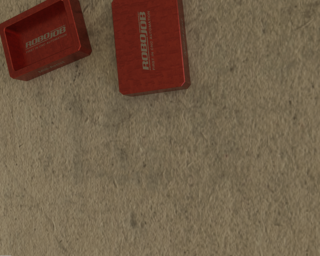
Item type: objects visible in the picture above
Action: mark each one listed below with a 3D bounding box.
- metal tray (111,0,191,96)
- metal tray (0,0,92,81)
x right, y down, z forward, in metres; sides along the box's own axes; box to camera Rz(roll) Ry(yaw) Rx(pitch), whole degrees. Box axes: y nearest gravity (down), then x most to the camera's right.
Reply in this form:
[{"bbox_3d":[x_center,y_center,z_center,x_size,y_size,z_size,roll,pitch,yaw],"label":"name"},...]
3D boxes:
[{"bbox_3d":[-0.012,-0.112,0.410,0.090,0.030,0.129,-6,88,19],"label":"metal tray"},{"bbox_3d":[-0.174,-0.134,0.465,0.130,0.030,0.090,-17,85,18],"label":"metal tray"}]
